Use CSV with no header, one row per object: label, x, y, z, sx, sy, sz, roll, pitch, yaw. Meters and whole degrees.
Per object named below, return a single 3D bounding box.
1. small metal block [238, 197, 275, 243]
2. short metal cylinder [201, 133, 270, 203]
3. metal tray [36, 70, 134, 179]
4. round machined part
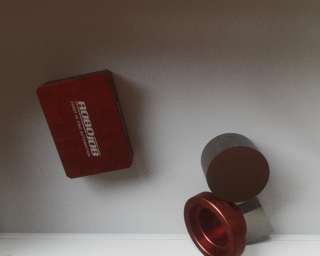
small metal block,0.135,0.139,0.465,0.050,0.025,0.050,-27,108,9
short metal cylinder,0.099,0.052,0.417,0.081,0.050,0.079,-1,108,-1
metal tray,-0.094,-0.003,0.406,0.090,0.030,0.129,-11,110,3
round machined part,0.081,0.135,0.434,0.042,0.098,0.097,-18,114,-33
